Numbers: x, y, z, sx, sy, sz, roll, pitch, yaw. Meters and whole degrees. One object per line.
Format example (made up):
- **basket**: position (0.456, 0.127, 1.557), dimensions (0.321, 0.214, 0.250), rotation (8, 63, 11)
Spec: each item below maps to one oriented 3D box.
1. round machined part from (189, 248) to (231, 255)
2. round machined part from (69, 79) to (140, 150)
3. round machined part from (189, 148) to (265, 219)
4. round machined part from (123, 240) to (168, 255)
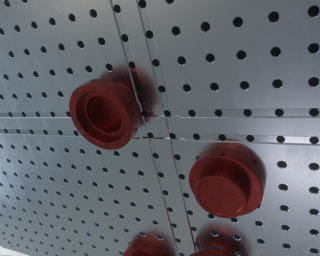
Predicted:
- **round machined part**: position (0.088, 0.234, 0.499), dimensions (0.098, 0.042, 0.097), rotation (13, 124, 21)
- **round machined part**: position (-0.071, -0.022, 0.425), dimensions (0.098, 0.042, 0.097), rotation (13, 124, 21)
- **round machined part**: position (0.083, 0.079, 0.405), dimensions (0.098, 0.042, 0.097), rotation (13, 124, 21)
- **round machined part**: position (-0.027, 0.260, 0.576), dimensions (0.098, 0.042, 0.097), rotation (13, 124, 21)
